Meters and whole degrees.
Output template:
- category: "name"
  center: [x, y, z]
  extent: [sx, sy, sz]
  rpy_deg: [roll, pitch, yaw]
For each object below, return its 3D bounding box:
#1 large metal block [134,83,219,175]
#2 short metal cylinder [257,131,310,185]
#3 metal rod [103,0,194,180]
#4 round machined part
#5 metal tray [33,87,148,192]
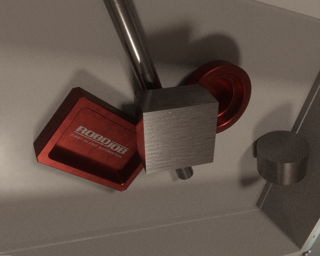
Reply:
- category: "large metal block"
  center: [0.017, 0.000, 0.355]
  extent: [0.081, 0.050, 0.079]
  rpy_deg: [-9, 123, -12]
- category: "short metal cylinder"
  center: [0.204, 0.049, 0.518]
  extent: [0.081, 0.080, 0.050]
  rpy_deg: [-24, 128, -14]
- category: "metal rod"
  center: [-0.006, -0.039, 0.382]
  extent: [0.025, 0.025, 0.299]
  rpy_deg: [-30, 129, -9]
- category: "round machined part"
  center: [0.068, -0.043, 0.410]
  extent: [0.099, 0.042, 0.097]
  rpy_deg: [-14, 124, -21]
- category: "metal tray"
  center: [-0.071, 0.019, 0.379]
  extent: [0.131, 0.030, 0.090]
  rpy_deg: [31, 101, -38]
